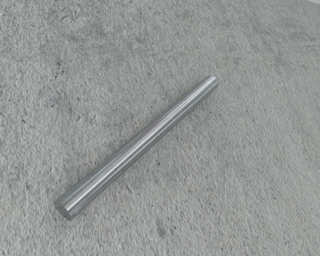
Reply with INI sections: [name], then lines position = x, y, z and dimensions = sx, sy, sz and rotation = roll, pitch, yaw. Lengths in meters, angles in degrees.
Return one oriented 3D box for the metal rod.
[metal rod]
position = -0.007, 0.005, 0.399
dimensions = 0.025, 0.025, 0.302
rotation = 46, 51, 4
